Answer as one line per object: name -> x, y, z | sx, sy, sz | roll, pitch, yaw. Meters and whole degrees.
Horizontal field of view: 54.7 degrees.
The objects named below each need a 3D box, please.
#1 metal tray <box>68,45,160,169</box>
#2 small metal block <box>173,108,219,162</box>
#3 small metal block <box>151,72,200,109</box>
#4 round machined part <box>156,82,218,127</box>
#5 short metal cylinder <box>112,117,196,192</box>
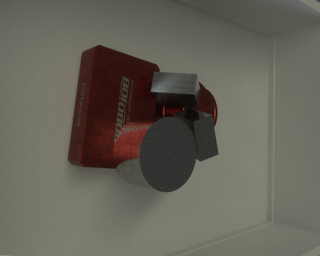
metal tray -> -0.050, -0.019, 0.358 | 0.091, 0.030, 0.129 | 10, 84, -40
small metal block -> 0.043, 0.007, 0.375 | 0.025, 0.050, 0.050 | -19, 110, -20
small metal block -> 0.021, -0.045, 0.374 | 0.050, 0.050, 0.025 | 54, 43, -71
round machined part -> 0.043, -0.021, 0.431 | 0.099, 0.042, 0.097 | 0, 90, -40
short metal cylinder -> -0.005, 0.028, 0.347 | 0.081, 0.050, 0.079 | 0, 90, -40
